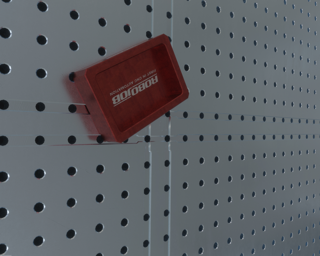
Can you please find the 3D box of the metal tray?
[{"bbox_3d":[-0.028,-0.051,0.380,0.131,0.030,0.090,-35,112,-34],"label":"metal tray"}]
